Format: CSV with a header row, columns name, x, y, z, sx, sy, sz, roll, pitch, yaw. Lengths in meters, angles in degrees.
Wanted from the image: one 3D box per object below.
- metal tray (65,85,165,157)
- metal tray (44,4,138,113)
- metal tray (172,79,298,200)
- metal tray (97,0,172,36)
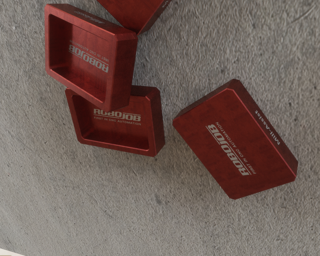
name,x,y,z,sx,sy,sz,roll,pitch,yaw
metal tray,-0.061,-0.014,0.426,0.130,0.030,0.089,8,122,23
metal tray,-0.087,-0.086,0.367,0.130,0.030,0.089,31,126,30
metal tray,0.088,0.018,0.368,0.090,0.030,0.130,-31,101,38
metal tray,-0.016,-0.170,0.307,0.090,0.030,0.129,45,129,-3
